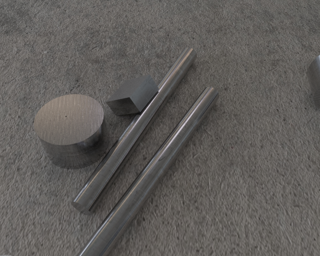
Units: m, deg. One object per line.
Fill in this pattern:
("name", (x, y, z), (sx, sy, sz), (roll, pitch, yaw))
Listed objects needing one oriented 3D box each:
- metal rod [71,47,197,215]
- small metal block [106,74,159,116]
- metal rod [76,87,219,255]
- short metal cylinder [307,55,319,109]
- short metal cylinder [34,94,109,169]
("metal rod", (-0.018, -0.017, 0.417), (0.025, 0.025, 0.301), (21, 53, 16))
("small metal block", (-0.038, -0.045, 0.425), (0.050, 0.025, 0.050), (-5, 39, 44))
("metal rod", (-0.005, 0.049, 0.362), (0.025, 0.025, 0.301), (25, 54, 19))
("short metal cylinder", (0.250, -0.064, 0.424), (0.080, 0.080, 0.050), (5, 50, 4))
("short metal cylinder", (-0.107, 0.004, 0.383), (0.081, 0.050, 0.080), (0, 50, 0))
